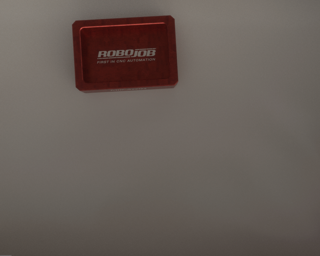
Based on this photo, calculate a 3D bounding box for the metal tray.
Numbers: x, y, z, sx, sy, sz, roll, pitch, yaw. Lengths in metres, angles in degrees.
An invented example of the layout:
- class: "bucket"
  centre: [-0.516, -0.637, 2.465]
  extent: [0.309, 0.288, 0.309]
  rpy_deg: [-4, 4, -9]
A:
- class: "metal tray"
  centre: [-0.044, -0.095, 0.408]
  extent: [0.131, 0.030, 0.090]
  rpy_deg: [-3, 90, 0]
